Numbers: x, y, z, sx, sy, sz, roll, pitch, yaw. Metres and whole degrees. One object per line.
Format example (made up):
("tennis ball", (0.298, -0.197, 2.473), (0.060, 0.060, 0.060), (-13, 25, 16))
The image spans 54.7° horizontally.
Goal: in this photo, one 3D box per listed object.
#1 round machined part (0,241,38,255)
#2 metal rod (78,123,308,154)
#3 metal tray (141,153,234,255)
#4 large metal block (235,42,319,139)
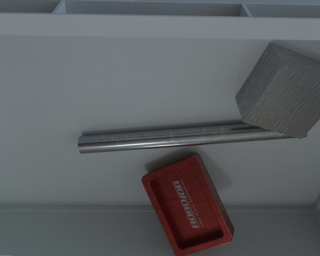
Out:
("round machined part", (-0.286, 0.264, 0.621), (0.099, 0.042, 0.097), (-1, 130, 0))
("metal rod", (0.041, 0.012, 0.419), (0.302, 0.025, 0.025), (-4, 130, 3))
("metal tray", (0.040, 0.112, 0.453), (0.090, 0.030, 0.129), (-25, 88, 19))
("large metal block", (0.147, -0.041, 0.360), (0.081, 0.050, 0.079), (15, 128, -13))
